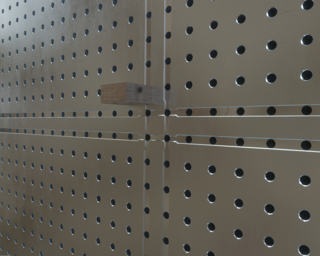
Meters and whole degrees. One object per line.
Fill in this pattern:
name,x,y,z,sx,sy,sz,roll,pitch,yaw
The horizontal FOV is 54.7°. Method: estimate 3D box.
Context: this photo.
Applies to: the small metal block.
small metal block,-0.046,-0.046,0.429,0.050,0.050,0.025,0,90,39
